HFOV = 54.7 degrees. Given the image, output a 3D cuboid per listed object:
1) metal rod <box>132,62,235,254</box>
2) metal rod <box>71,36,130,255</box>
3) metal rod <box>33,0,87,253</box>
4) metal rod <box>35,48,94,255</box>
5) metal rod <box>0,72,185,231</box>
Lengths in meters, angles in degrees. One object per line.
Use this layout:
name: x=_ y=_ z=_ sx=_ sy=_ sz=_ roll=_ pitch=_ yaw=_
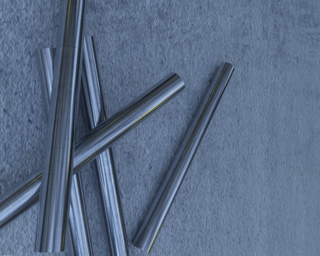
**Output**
metal rod: x=0.042 y=0.027 z=0.439 sx=0.025 sy=0.025 sz=0.300 roll=42 pitch=65 yaw=-32
metal rod: x=-0.062 y=0.050 z=0.352 sx=0.025 sy=0.025 sz=0.298 roll=-14 pitch=99 yaw=-39
metal rod: x=-0.088 y=-0.044 z=0.292 sx=0.025 sy=0.025 sz=0.299 roll=14 pitch=69 yaw=-39
metal rod: x=-0.093 y=0.069 z=0.326 sx=0.025 sy=0.025 sz=0.298 roll=-12 pitch=98 yaw=-39
metal rod: x=-0.089 y=0.034 z=0.297 sx=0.301 sy=0.025 sz=0.025 roll=-39 pitch=114 yaw=-22
